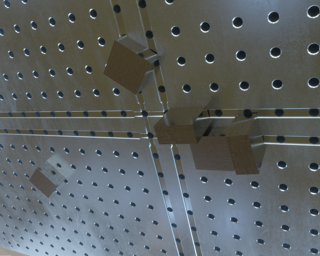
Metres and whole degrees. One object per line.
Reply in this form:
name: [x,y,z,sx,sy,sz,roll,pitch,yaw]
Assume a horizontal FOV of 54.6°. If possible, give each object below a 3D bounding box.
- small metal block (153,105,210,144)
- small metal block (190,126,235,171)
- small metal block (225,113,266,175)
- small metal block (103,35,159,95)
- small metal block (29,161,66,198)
small metal block: [0.028,-0.004,0.378,0.050,0.050,0.025,-3,117,29]
small metal block: [0.068,0.026,0.392,0.050,0.025,0.050,-1,118,29]
small metal block: [0.099,0.018,0.354,0.025,0.050,0.050,-7,115,32]
small metal block: [-0.036,-0.078,0.383,0.050,0.025,0.050,34,129,6]
small metal block: [-0.212,0.097,0.585,0.050,0.025,0.050,43,129,-2]
